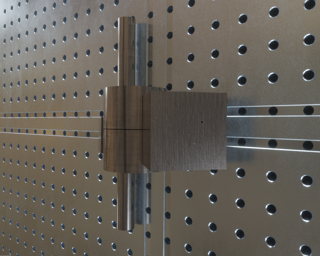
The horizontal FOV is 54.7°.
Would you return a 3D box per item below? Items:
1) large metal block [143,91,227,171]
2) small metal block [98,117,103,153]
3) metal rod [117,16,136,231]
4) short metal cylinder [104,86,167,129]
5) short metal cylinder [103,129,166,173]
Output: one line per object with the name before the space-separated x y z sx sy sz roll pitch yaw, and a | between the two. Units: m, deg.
large metal block | 0.025 0.003 0.338 0.050 0.081 0.079 -175 85 -78
small metal block | -0.075 0.010 0.452 0.050 0.025 0.050 180 91 -75
metal rod | -0.048 -0.006 0.443 0.025 0.025 0.298 1 90 40
short metal cylinder | -0.031 -0.024 0.393 0.080 0.081 0.050 1 91 40
short metal cylinder | -0.031 0.027 0.394 0.080 0.081 0.050 1 91 40
